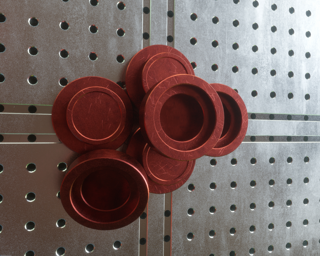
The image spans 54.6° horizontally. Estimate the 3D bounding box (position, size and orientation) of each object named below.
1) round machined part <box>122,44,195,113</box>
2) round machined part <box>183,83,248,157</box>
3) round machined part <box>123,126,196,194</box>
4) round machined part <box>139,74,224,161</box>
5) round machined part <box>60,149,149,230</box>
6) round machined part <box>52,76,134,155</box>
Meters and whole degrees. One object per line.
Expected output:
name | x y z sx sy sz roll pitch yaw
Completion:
round machined part | 0.003 -0.060 0.404 0.099 0.042 0.097 0 90 -20
round machined part | 0.068 -0.011 0.428 0.099 0.042 0.097 0 90 -20
round machined part | 0.003 0.038 0.404 0.099 0.042 0.097 0 90 -20
round machined part | 0.022 -0.012 0.366 0.099 0.042 0.097 0 90 -20
round machined part | -0.063 0.068 0.366 0.099 0.042 0.097 -2 112 -4
round machined part | -0.079 -0.014 0.374 0.099 0.042 0.097 0 90 -20
